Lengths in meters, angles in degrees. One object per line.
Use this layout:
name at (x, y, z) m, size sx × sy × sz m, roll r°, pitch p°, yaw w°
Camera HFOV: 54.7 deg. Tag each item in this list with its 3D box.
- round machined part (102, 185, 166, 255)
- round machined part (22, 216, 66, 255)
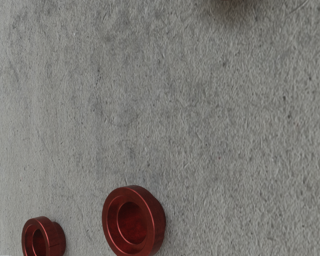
round machined part at (-0.031, 0.126, 0.420) m, size 0.098 × 0.042 × 0.097 m, roll 0°, pitch 90°, yaw 40°
round machined part at (-0.209, 0.211, 0.567) m, size 0.098 × 0.042 × 0.097 m, roll 0°, pitch 90°, yaw 40°
